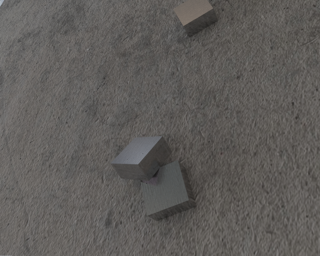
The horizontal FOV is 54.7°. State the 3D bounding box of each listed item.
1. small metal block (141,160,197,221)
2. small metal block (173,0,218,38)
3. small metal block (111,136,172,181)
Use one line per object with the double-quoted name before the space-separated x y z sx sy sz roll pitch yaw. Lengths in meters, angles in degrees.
"small metal block" 0.008 0.072 0.355 0.050 0.025 0.050 -24 53 13
"small metal block" 0.055 -0.177 0.484 0.050 0.025 0.050 -28 52 10
"small metal block" -0.022 0.036 0.374 0.050 0.025 0.050 -5 33 44
